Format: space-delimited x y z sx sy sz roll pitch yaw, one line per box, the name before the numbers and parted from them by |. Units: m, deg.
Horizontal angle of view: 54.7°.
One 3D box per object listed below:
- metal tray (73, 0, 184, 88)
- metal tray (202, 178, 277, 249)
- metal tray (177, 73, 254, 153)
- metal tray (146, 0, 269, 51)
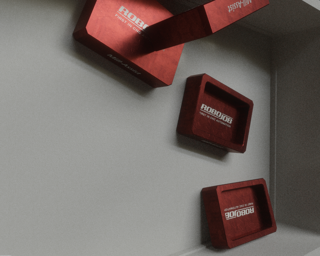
metal tray | -0.029 -0.117 0.379 0.131 0.030 0.090 27 73 -37
metal tray | 0.129 0.132 0.495 0.131 0.030 0.090 1 73 -39
metal tray | 0.090 -0.018 0.477 0.131 0.030 0.090 20 77 -38
metal tray | 0.059 -0.135 0.373 0.131 0.090 0.030 -35 112 -35
